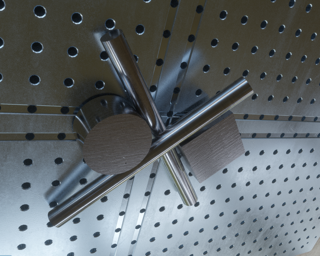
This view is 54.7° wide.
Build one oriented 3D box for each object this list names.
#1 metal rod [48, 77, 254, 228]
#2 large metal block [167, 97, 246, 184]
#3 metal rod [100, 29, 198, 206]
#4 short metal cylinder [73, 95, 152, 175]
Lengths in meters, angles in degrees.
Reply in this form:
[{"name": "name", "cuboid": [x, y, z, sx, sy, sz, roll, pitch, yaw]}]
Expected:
[{"name": "metal rod", "cuboid": [-0.016, 0.034, 0.391, 0.300, 0.025, 0.025, -35, 130, 6]}, {"name": "large metal block", "cuboid": [0.065, 0.018, 0.435, 0.080, 0.050, 0.080, -33, 129, -7]}, {"name": "metal rod", "cuboid": [0.000, 0.010, 0.412, 0.025, 0.025, 0.299, -32, 129, -8]}, {"name": "short metal cylinder", "cuboid": [-0.056, 0.008, 0.365, 0.081, 0.050, 0.079, -14, 124, -21]}]
